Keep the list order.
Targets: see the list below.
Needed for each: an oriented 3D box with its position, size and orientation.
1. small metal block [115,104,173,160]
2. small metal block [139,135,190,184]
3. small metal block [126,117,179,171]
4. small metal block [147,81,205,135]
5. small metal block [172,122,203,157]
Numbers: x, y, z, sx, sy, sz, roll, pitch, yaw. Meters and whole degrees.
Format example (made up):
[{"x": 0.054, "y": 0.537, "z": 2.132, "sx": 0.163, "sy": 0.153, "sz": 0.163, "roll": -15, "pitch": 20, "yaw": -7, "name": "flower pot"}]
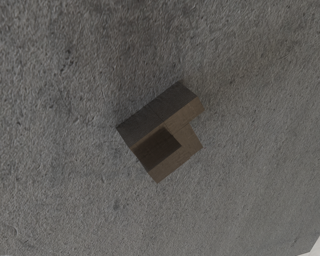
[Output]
[{"x": -0.021, "y": 0.004, "z": 0.384, "sx": 0.050, "sy": 0.050, "sz": 0.025, "roll": -37, "pitch": 130, "yaw": -4, "name": "small metal block"}, {"x": 0.000, "y": 0.032, "z": 0.381, "sx": 0.050, "sy": 0.050, "sz": 0.025, "roll": -37, "pitch": 130, "yaw": -4, "name": "small metal block"}, {"x": -0.009, "y": 0.022, "z": 0.418, "sx": 0.050, "sy": 0.025, "sz": 0.050, "roll": -37, "pitch": 130, "yaw": -4, "name": "small metal block"}, {"x": 0.019, "y": -0.026, "z": 0.387, "sx": 0.050, "sy": 0.050, "sz": 0.025, "roll": -37, "pitch": 130, "yaw": -4, "name": "small metal block"}, {"x": 0.026, "y": 0.005, "z": 0.411, "sx": 0.025, "sy": 0.050, "sz": 0.050, "roll": -37, "pitch": 130, "yaw": -4, "name": "small metal block"}]
